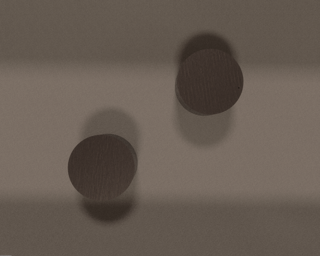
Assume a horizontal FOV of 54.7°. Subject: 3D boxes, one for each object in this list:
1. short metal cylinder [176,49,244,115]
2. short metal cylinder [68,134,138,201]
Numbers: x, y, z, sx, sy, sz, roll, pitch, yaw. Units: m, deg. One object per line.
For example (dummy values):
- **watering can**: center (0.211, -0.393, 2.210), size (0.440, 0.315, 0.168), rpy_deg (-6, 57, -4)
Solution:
- **short metal cylinder**: center (0.061, -0.056, 0.400), size (0.081, 0.050, 0.079), rpy_deg (0, 90, -1)
- **short metal cylinder**: center (-0.071, 0.048, 0.398), size (0.081, 0.050, 0.079), rpy_deg (0, 90, -1)
